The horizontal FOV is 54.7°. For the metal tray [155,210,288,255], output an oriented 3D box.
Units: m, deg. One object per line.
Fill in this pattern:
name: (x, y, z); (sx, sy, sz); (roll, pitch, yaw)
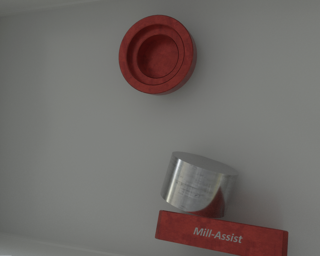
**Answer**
metal tray: (0.070, 0.121, 0.348); (0.130, 0.090, 0.030); (4, 72, 19)

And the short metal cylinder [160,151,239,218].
short metal cylinder: (0.046, 0.064, 0.365); (0.080, 0.080, 0.050); (18, 96, 19)

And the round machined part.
round machined part: (0.000, -0.091, 0.401); (0.098, 0.042, 0.097); (0, 90, 19)
